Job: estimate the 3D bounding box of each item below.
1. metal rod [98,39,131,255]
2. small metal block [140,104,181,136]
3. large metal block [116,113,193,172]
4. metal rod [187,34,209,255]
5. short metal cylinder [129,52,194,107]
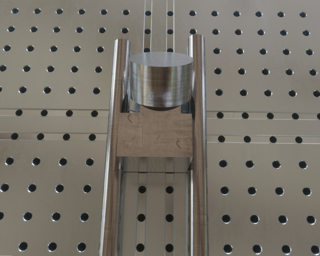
[{"bbox_3d":[-0.057,0.016,0.405,0.025,0.025,0.299,1,70,0],"label":"metal rod"},{"bbox_3d":[0.000,-0.009,0.402,0.050,0.050,0.025,1,70,0],"label":"small metal block"},{"bbox_3d":[-0.005,0.020,0.372,0.081,0.080,0.050,1,70,0],"label":"large metal block"},{"bbox_3d":[0.049,0.009,0.409,0.025,0.025,0.299,2,70,0],"label":"metal rod"},{"bbox_3d":[0.001,-0.065,0.399,0.081,0.050,0.080,1,26,0],"label":"short metal cylinder"}]
